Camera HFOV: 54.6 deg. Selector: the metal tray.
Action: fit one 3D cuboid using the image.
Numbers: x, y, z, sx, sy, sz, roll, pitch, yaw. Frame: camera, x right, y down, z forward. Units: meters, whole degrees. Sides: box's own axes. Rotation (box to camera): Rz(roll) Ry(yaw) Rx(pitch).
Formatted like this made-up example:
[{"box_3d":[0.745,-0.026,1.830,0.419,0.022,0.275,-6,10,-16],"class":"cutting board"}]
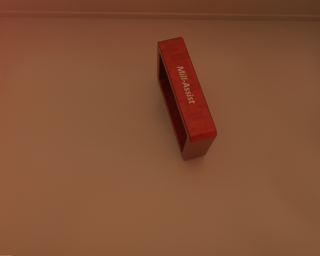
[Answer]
[{"box_3d":[0.028,-0.033,0.385,0.030,0.090,0.130,-15,71,-6],"class":"metal tray"}]
